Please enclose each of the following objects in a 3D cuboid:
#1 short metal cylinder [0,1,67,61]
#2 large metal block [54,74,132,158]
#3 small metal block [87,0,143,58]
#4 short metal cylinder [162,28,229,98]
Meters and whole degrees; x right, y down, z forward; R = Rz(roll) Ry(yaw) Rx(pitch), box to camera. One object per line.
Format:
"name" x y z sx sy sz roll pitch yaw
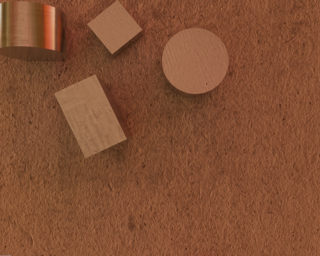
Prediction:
"short metal cylinder" -0.156 -0.115 0.380 0.081 0.080 0.050 0 90 -1
"large metal block" -0.077 -0.013 0.381 0.050 0.080 0.080 -26 90 0
"small metal block" -0.058 -0.129 0.409 0.050 0.025 0.050 -39 91 0
"short metal cylinder" 0.043 -0.081 0.398 0.081 0.050 0.079 0 90 -1
